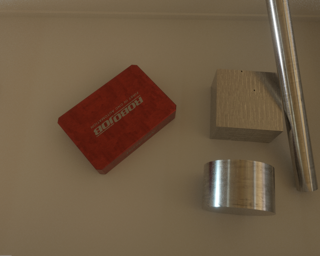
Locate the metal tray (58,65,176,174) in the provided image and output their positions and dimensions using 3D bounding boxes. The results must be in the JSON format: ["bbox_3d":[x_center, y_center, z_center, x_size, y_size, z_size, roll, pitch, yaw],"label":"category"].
[{"bbox_3d":[-0.054,-0.013,0.411,0.130,0.030,0.090,-39,75,-13],"label":"metal tray"}]

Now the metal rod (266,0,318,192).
[{"bbox_3d":[0.155,-0.070,0.375,0.025,0.025,0.298,-11,95,-5],"label":"metal rod"}]

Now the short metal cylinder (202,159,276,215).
[{"bbox_3d":[0.090,0.071,0.356,0.080,0.080,0.050,5,70,1],"label":"short metal cylinder"}]

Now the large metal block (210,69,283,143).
[{"bbox_3d":[0.111,-0.028,0.408,0.081,0.050,0.080,4,70,1],"label":"large metal block"}]
